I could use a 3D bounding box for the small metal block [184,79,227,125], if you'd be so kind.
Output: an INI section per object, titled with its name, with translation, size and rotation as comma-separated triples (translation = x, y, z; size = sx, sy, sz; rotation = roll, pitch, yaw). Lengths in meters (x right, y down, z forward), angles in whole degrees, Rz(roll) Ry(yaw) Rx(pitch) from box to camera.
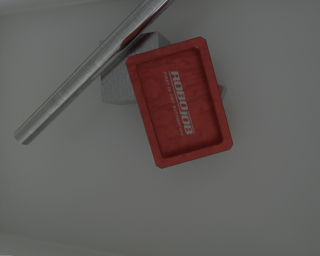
[small metal block]
translation = 0.051, -0.035, 0.392
size = 0.050, 0.025, 0.050
rotation = 22, 97, 18

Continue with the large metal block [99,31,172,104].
[large metal block]
translation = -0.030, -0.074, 0.407
size = 0.080, 0.050, 0.079
rotation = -3, 89, 19

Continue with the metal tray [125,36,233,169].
[metal tray]
translation = 0.022, -0.028, 0.355
size = 0.090, 0.030, 0.129
rotation = -16, 98, 1

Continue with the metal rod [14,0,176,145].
[metal rod]
translation = -0.080, -0.079, 0.384
size = 0.299, 0.025, 0.025
rotation = -40, 78, 16
